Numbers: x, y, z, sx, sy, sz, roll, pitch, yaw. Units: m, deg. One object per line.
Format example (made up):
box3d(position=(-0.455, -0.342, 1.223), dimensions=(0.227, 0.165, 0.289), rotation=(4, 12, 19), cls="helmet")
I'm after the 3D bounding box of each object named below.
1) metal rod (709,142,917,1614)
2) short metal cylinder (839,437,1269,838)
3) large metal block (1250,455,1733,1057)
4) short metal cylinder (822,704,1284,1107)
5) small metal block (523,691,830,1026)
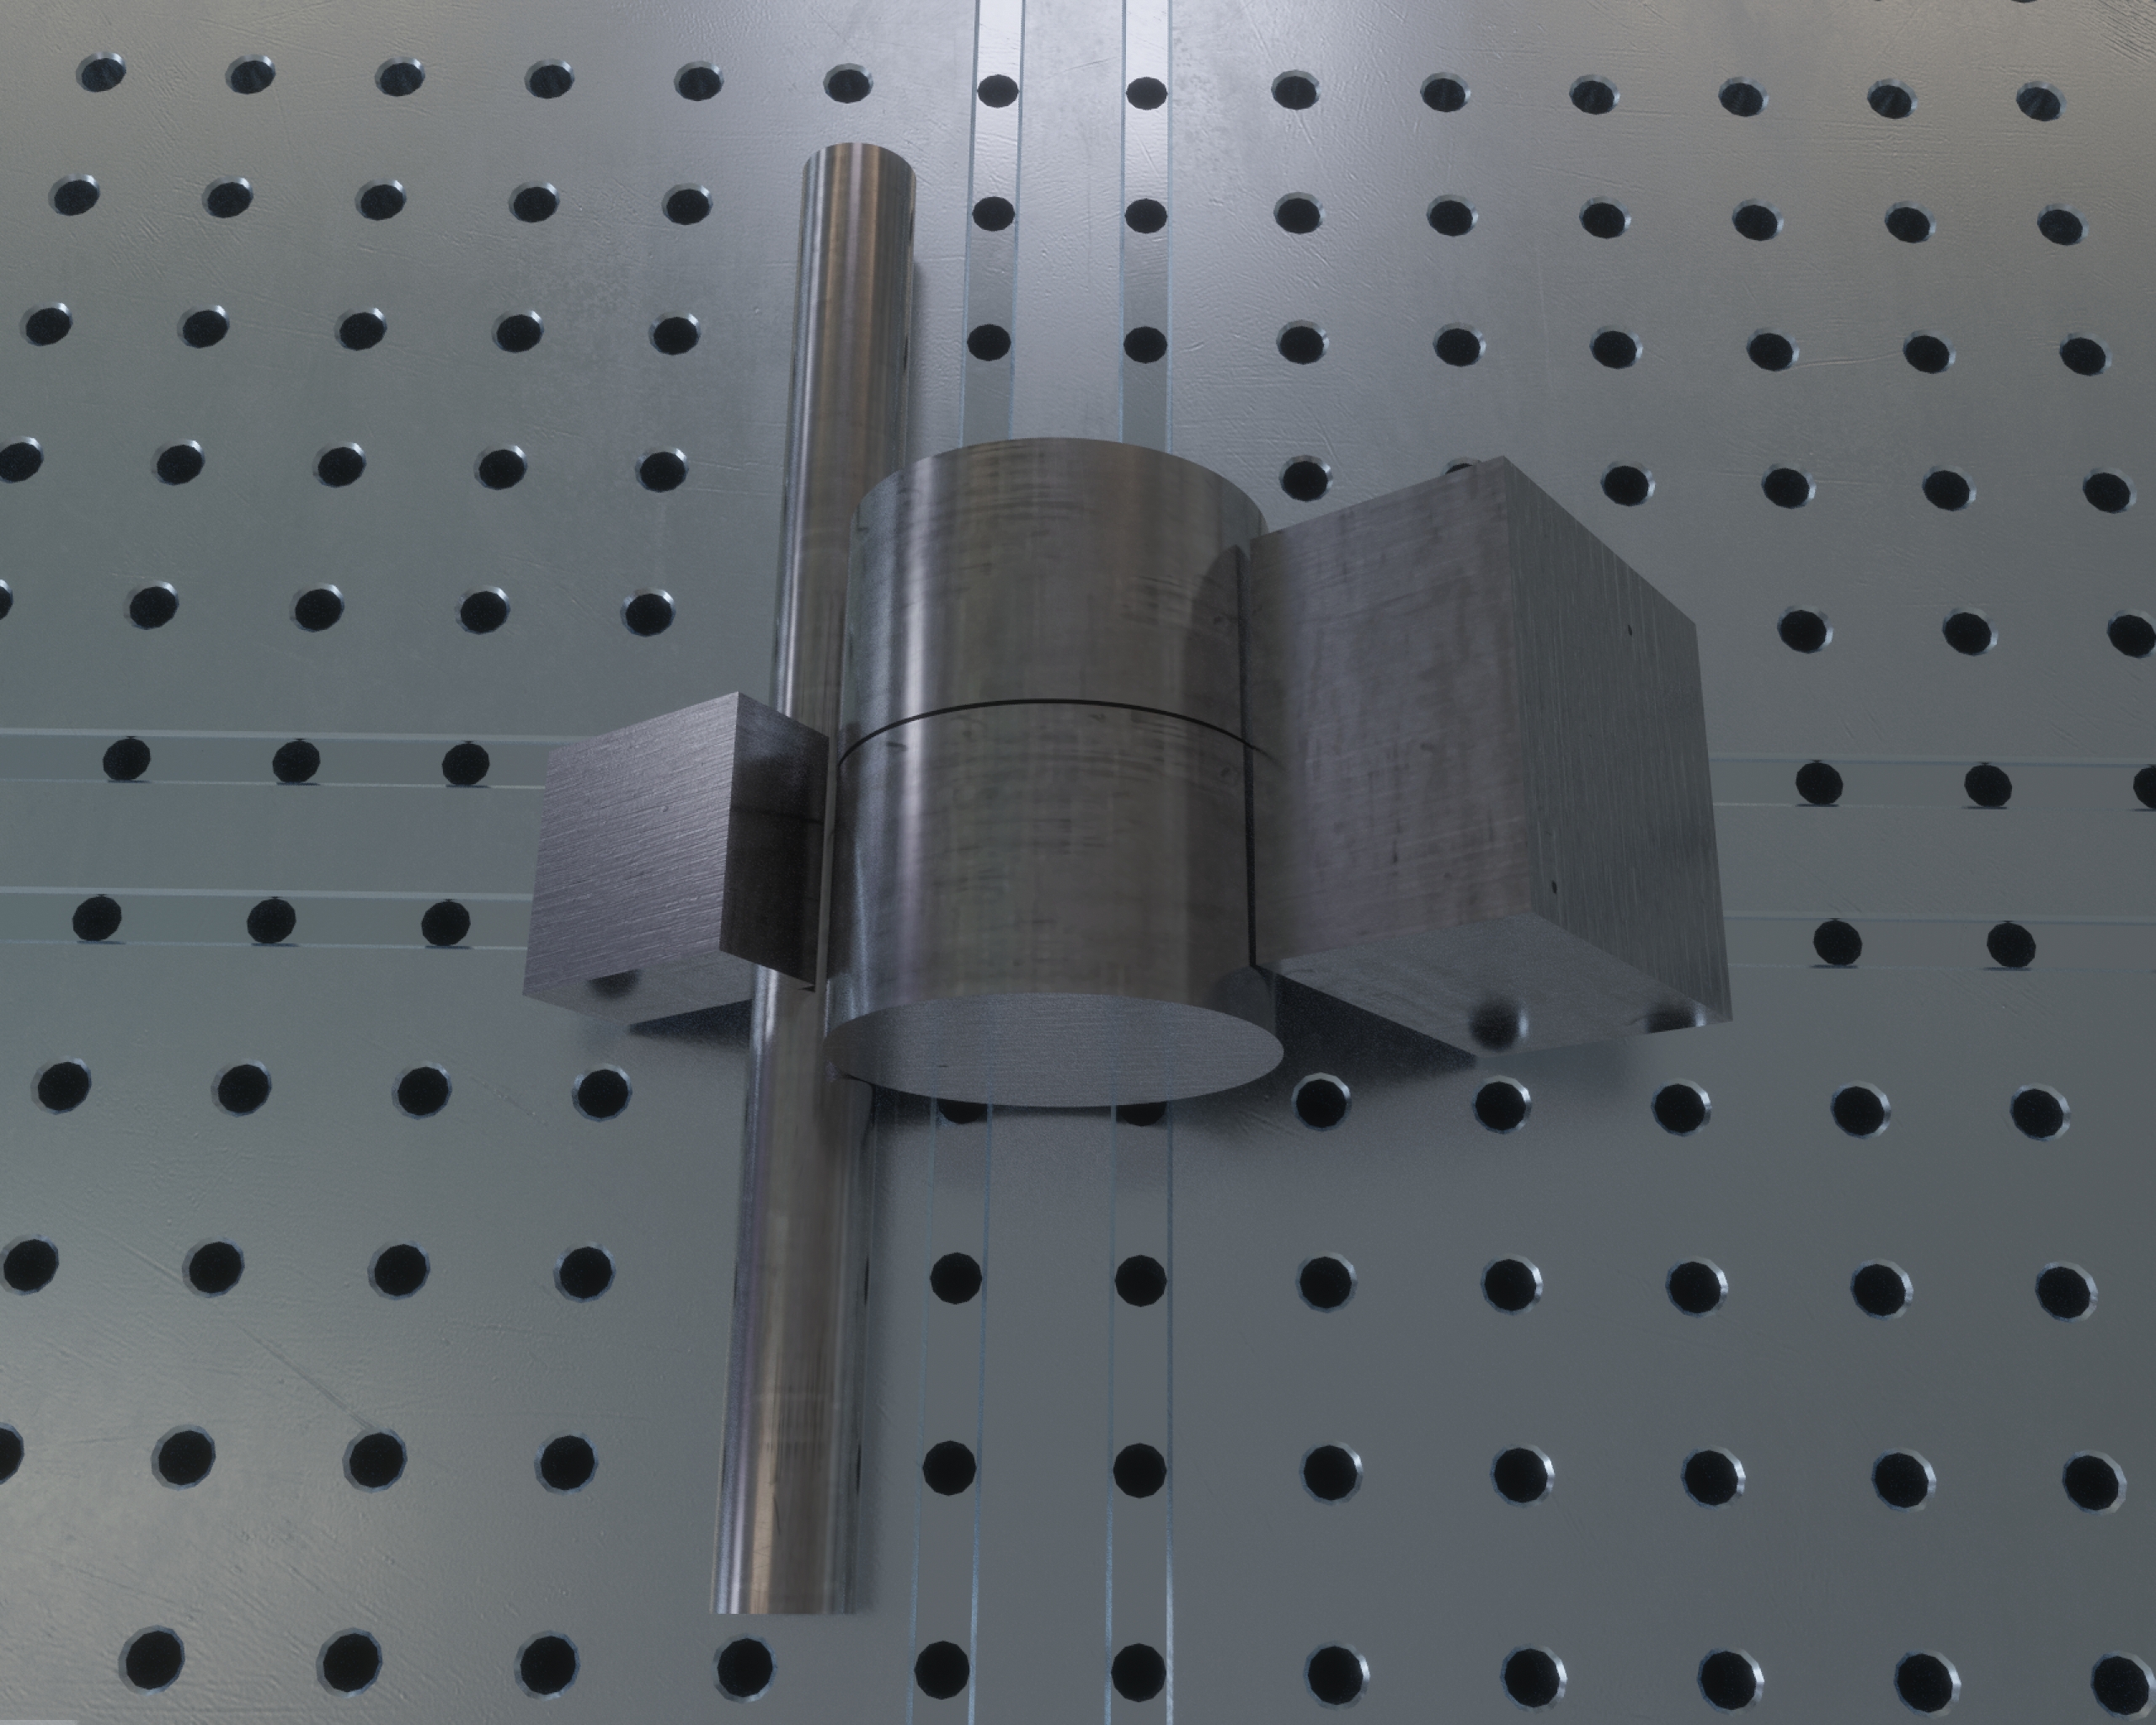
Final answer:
box3d(position=(-0.049, -0.011, 0.411), dimensions=(0.025, 0.025, 0.299), rotation=(1, 70, 0), cls="metal rod")
box3d(position=(-0.004, -0.037, 0.392), dimensions=(0.081, 0.080, 0.050), rotation=(0, 70, 0), cls="short metal cylinder")
box3d(position=(0.075, -0.015, 0.377), dimensions=(0.050, 0.080, 0.080), rotation=(-14, 66, 36), cls="large metal block")
box3d(position=(-0.004, 0.010, 0.374), dimensions=(0.081, 0.080, 0.050), rotation=(0, 70, 0), cls="short metal cylinder")
box3d(position=(-0.076, 0.000, 0.395), dimensions=(0.050, 0.025, 0.050), rotation=(-13, 65, 32), cls="small metal block")
